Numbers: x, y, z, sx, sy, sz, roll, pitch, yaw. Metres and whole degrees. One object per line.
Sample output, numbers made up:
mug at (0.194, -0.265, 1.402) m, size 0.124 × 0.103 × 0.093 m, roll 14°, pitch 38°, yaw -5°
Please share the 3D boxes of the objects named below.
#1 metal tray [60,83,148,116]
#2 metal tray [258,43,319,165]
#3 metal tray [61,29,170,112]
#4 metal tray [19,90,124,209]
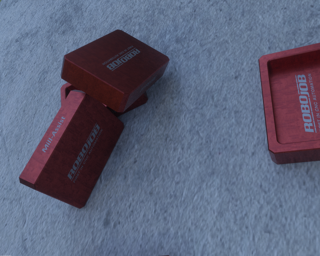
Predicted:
metal tray at (-0.090, -0.053, 0.478) m, size 0.130 × 0.030 × 0.090 m, roll -25°, pitch 53°, yaw 12°
metal tray at (0.160, -0.030, 0.334) m, size 0.090 × 0.030 × 0.130 m, roll -9°, pitch 58°, yaw 23°
metal tray at (-0.053, -0.081, 0.409) m, size 0.090 × 0.030 × 0.131 m, roll 31°, pitch 39°, yaw 6°
metal tray at (-0.106, 0.028, 0.398) m, size 0.030 × 0.090 × 0.130 m, roll 12°, pitch 68°, yaw 33°
